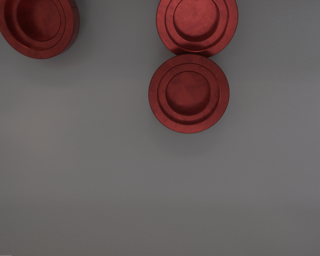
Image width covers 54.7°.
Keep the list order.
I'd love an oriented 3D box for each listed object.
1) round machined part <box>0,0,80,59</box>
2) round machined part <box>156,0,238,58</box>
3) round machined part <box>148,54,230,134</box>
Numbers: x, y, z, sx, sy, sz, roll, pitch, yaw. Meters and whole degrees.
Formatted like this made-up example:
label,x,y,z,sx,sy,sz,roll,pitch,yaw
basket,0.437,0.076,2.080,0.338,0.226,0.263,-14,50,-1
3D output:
label,x,y,z,sx,sy,sz,roll,pitch,yaw
round machined part,-0.148,-0.139,0.391,0.099,0.042,0.097,2,111,5
round machined part,0.045,-0.139,0.390,0.099,0.042,0.097,1,118,2
round machined part,0.036,-0.045,0.396,0.099,0.042,0.097,1,104,2
